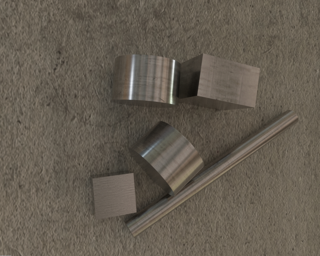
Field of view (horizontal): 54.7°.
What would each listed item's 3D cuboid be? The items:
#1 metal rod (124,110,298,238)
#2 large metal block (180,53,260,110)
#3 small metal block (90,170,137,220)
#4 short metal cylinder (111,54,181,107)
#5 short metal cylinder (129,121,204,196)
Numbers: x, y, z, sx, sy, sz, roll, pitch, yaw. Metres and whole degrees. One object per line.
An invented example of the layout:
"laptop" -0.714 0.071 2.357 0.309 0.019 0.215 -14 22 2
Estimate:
"metal rod" 0.084 0.056 0.441 0.302 0.025 0.025 -31 101 -18
"large metal block" 0.070 -0.056 0.407 0.081 0.080 0.050 9 87 -20
"small metal block" -0.059 0.083 0.388 0.050 0.025 0.050 -5 92 -20
"short metal cylinder" -0.016 -0.054 0.375 0.081 0.080 0.050 5 89 -20
"short metal cylinder" 0.007 0.038 0.384 0.050 0.080 0.080 -43 104 -15
